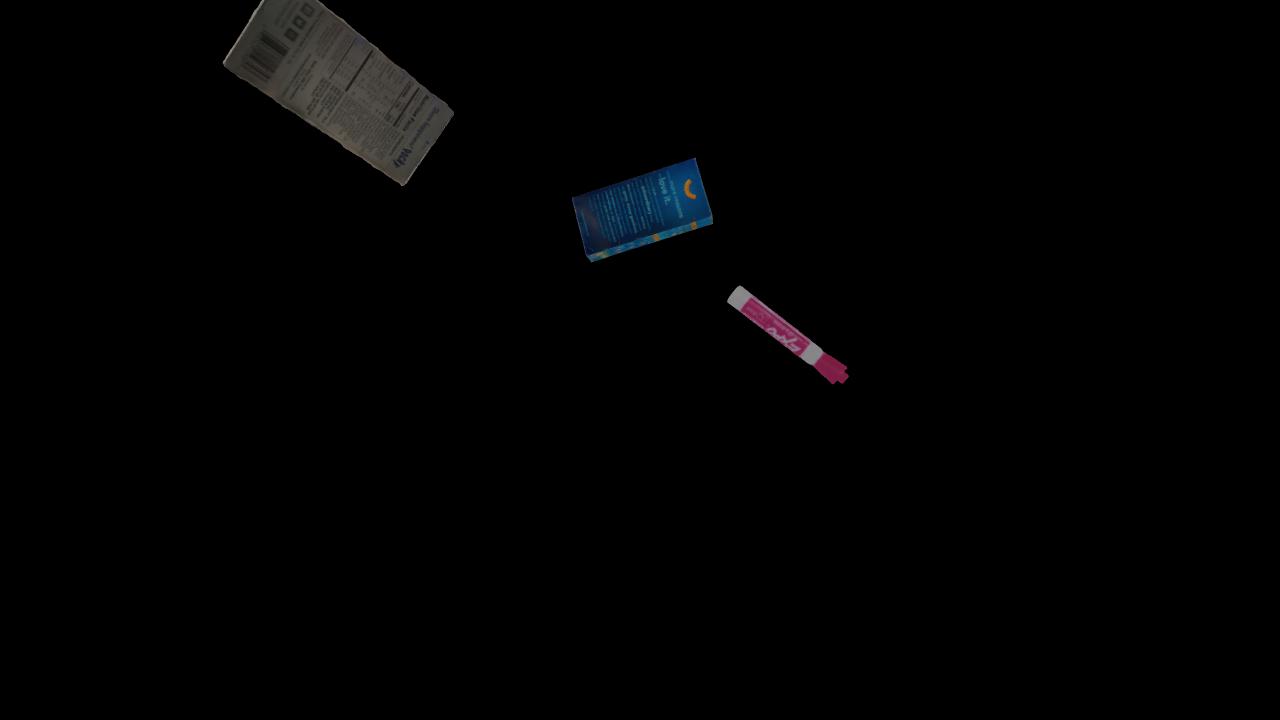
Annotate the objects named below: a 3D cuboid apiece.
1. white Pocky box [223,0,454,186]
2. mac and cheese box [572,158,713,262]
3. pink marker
[{"bbox_3d":[-0.242,-0.224,0.509,0.154,0.084,0.028,32,7,-43],"label":"white Pocky box"},{"bbox_3d":[0.003,-0.212,0.874,0.184,0.093,0.041,-16,-11,6],"label":"mac and cheese box"},{"bbox_3d":[0.128,-0.021,0.530,0.121,0.020,0.020,40,9,11],"label":"pink marker"}]
